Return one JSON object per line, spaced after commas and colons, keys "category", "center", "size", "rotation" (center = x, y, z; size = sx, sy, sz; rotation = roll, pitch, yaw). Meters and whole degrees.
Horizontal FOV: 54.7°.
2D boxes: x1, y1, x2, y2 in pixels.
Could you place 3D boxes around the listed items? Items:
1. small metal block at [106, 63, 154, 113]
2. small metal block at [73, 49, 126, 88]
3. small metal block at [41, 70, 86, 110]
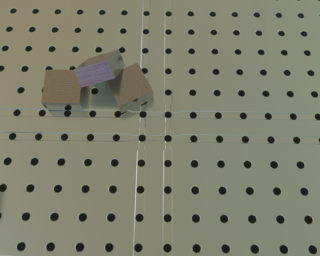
{"category": "small metal block", "center": [-0.043, -0.056, 0.432], "size": [0.050, 0.025, 0.050], "rotation": [-25, 72, -9]}
{"category": "small metal block", "center": [-0.080, -0.081, 0.418], "size": [0.050, 0.025, 0.050], "rotation": [-12, 26, 17]}
{"category": "small metal block", "center": [-0.132, -0.053, 0.429], "size": [0.050, 0.025, 0.050], "rotation": [0, 70, -1]}
